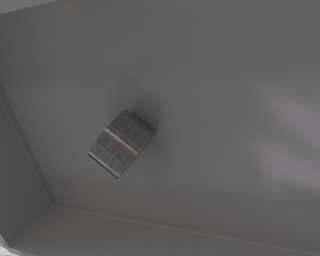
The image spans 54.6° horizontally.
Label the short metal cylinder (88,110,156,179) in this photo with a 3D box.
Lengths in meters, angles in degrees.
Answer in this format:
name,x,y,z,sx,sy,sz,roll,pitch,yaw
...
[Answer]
name,x,y,z,sx,sy,sz,roll,pitch,yaw
short metal cylinder,-0.050,0.022,0.413,0.050,0.080,0.080,39,129,2
